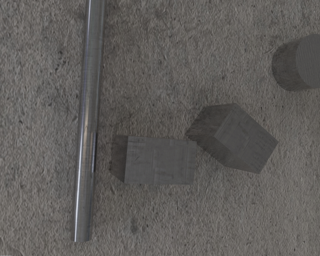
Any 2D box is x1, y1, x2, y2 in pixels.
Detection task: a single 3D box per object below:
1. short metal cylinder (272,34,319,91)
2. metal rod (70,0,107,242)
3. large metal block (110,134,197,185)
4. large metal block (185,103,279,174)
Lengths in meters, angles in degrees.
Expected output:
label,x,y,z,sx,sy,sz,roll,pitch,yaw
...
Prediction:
label,x,y,z,sx,sy,sz,roll,pitch,yaw
short metal cylinder,0.222,-0.099,0.478,0.081,0.050,0.080,0,90,-20
metal rod,-0.086,-0.015,0.377,0.025,0.025,0.298,4,89,-20
large metal block,-0.011,0.036,0.376,0.081,0.080,0.050,5,89,-20
large metal block,0.093,0.013,0.414,0.080,0.080,0.050,39,78,-16
